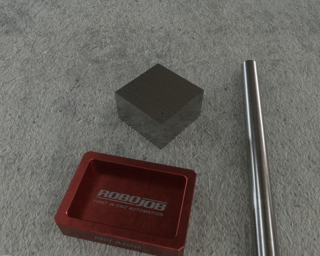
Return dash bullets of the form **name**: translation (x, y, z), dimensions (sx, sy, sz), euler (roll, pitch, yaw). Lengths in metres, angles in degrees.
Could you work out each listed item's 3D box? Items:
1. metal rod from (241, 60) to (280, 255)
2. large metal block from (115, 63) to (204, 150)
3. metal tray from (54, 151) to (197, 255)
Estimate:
- **metal rod**: translation (0.121, 0.017, 0.389), dimensions (0.025, 0.025, 0.300), euler (6, 50, 5)
- **large metal block**: translation (0.000, -0.031, 0.413), dimensions (0.080, 0.050, 0.080), euler (35, 58, 26)
- **metal tray**: translation (-0.032, 0.079, 0.333), dimensions (0.131, 0.030, 0.090), euler (10, 51, 8)
